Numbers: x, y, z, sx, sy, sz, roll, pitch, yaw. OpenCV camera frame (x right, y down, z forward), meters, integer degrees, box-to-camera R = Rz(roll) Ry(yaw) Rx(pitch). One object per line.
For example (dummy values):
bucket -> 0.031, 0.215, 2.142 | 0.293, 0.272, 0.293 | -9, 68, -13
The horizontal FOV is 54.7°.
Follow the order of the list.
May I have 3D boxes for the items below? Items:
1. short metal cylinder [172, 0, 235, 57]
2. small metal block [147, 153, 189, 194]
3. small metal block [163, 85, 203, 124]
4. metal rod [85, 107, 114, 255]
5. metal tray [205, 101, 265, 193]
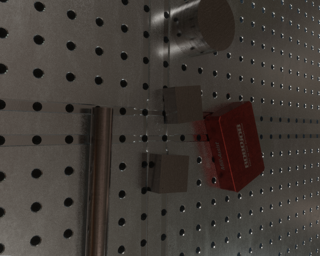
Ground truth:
short metal cylinder -> 0.063, -0.148, 0.448 | 0.081, 0.050, 0.079 | 0, 90, -40
small metal block -> 0.012, 0.061, 0.421 | 0.050, 0.025, 0.050 | 7, 86, -40
small metal block -> 0.033, -0.034, 0.439 | 0.050, 0.025, 0.050 | -10, 96, -40
metal rod -> -0.071, 0.126, 0.351 | 0.025, 0.025, 0.298 | 3, 88, -40
metal tray -> 0.127, 0.029, 0.516 | 0.091, 0.030, 0.129 | -26, 106, -37
